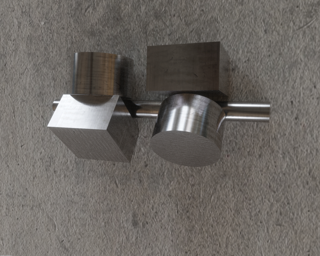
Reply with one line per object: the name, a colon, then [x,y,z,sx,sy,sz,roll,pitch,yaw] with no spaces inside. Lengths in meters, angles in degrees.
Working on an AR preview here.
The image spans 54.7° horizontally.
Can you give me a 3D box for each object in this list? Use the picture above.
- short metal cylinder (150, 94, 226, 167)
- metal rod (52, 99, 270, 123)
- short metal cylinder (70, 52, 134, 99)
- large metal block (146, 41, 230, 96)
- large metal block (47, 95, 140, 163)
short metal cylinder: [0.033,0.005,0.363,0.080,0.080,0.050,2,56,20]
metal rod: [-0.012,-0.025,0.416,0.301,0.025,0.025,3,91,19]
short metal cylinder: [-0.076,-0.066,0.407,0.080,0.080,0.050,4,92,20]
large metal block: [0.037,-0.065,0.367,0.080,0.080,0.050,2,91,20]
large metal block: [-0.082,0.002,0.403,0.080,0.080,0.050,3,57,19]
